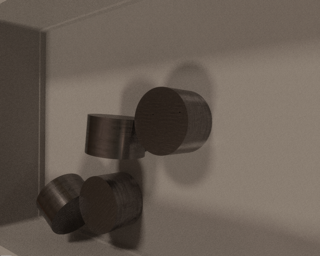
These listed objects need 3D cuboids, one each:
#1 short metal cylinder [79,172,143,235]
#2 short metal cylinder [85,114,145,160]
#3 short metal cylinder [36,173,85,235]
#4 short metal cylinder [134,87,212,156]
[{"bbox_3d":[-0.071,0.106,0.447,0.080,0.050,0.079,0,90,39],"label":"short metal cylinder"},{"bbox_3d":[-0.058,0.010,0.417,0.080,0.081,0.050,10,96,39],"label":"short metal cylinder"},{"bbox_3d":[-0.144,0.119,0.487,0.050,0.081,0.079,39,114,33],"label":"short metal cylinder"},{"bbox_3d":[0.015,-0.008,0.376,0.080,0.050,0.079,0,90,39],"label":"short metal cylinder"}]
